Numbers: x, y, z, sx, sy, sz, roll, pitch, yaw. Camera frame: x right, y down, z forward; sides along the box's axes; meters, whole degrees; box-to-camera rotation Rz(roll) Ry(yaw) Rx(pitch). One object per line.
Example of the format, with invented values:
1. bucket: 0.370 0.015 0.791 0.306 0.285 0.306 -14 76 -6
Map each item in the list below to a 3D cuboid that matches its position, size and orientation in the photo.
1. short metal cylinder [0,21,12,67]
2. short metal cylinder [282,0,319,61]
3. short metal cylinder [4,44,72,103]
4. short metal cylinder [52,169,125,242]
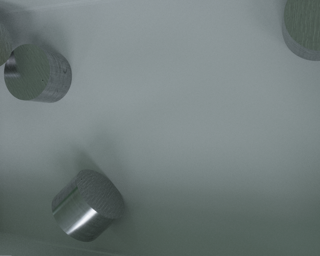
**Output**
1. short metal cylinder: -0.258 -0.117 0.435 0.050 0.081 0.079 -4 88 49
2. short metal cylinder: 0.176 -0.117 0.335 0.080 0.050 0.079 0 90 19
3. short metal cylinder: -0.180 -0.079 0.459 0.080 0.050 0.079 0 90 19
4. short metal cylinder: -0.094 0.102 0.413 0.050 0.080 0.080 -44 77 14
